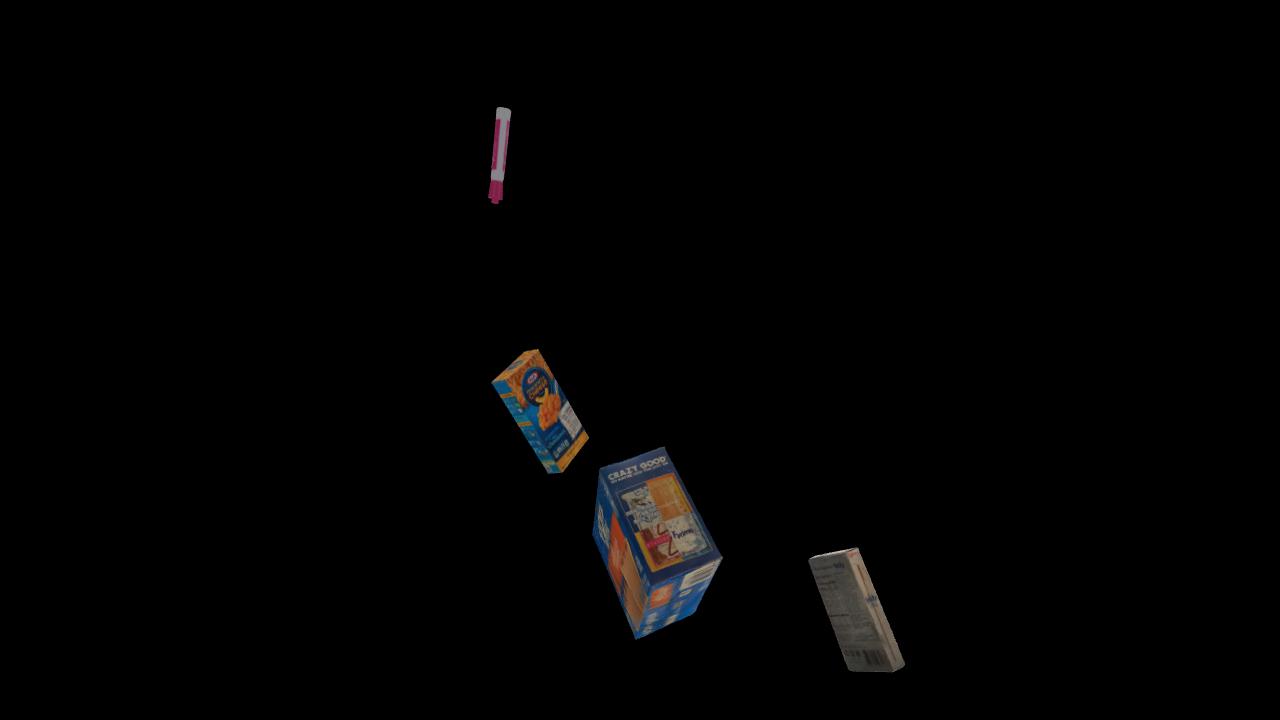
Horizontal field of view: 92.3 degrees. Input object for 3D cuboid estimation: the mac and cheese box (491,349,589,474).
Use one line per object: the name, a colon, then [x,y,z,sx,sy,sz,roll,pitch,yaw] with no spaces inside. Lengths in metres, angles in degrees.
mac and cheese box: [-0.157,0.084,0.999,0.041,0.184,0.093,-10,27,37]

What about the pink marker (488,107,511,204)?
pink marker: [-0.184,-0.266,0.804,0.020,0.121,0.020,7,5,-1]

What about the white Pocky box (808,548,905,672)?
white Pocky box: [0.289,0.338,0.832,0.028,0.154,0.084,-9,-19,-29]

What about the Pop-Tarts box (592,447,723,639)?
Pop-Tarts box: [0.010,0.208,0.693,0.083,0.141,0.167,-14,-36,-20]
